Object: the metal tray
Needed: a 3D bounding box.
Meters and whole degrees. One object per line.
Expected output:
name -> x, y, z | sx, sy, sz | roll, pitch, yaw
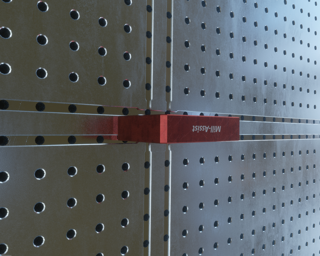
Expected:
metal tray -> 0.025, 0.001, 0.386 | 0.131, 0.090, 0.030 | 0, 90, -40
